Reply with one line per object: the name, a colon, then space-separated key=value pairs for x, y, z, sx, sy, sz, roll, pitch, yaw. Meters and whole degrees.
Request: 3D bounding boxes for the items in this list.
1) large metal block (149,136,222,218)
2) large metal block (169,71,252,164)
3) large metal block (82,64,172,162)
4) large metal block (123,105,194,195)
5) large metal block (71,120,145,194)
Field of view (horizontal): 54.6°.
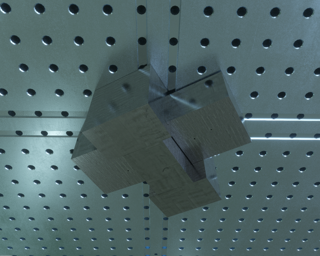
large metal block: x=0.033 y=0.066 z=0.432 sx=0.080 sy=0.080 sz=0.050 roll=-23 pitch=126 yaw=17
large metal block: x=0.057 y=-0.010 z=0.386 sx=0.080 sy=0.050 sz=0.080 roll=-23 pitch=129 yaw=18
large metal block: x=-0.035 y=-0.018 z=0.359 sx=0.080 sy=0.080 sz=0.050 roll=-22 pitch=126 yaw=18
large metal block: x=0.000 y=0.024 z=0.395 sx=0.050 sy=0.080 sz=0.080 roll=-23 pitch=127 yaw=18
large metal block: x=-0.060 y=0.038 z=0.428 sx=0.080 sy=0.050 sz=0.080 roll=-21 pitch=127 yaw=17
